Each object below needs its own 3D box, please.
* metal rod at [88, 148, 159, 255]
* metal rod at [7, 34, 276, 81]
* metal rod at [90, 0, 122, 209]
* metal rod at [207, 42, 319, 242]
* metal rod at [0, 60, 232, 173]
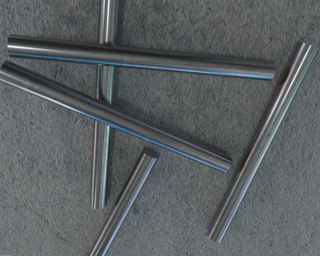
[{"bbox_3d":[-0.078,0.160,0.467,0.025,0.025,0.298,25,108,-9],"label":"metal rod"},{"bbox_3d":[-0.011,-0.080,0.359,0.302,0.025,0.025,3,110,-10],"label":"metal rod"},{"bbox_3d":[-0.072,-0.028,0.398,0.025,0.025,0.298,6,110,-3],"label":"metal rod"},{"bbox_3d":[0.131,0.032,0.422,0.025,0.025,0.298,18,109,-7],"label":"metal rod"},{"bbox_3d":[-0.040,-0.007,0.384,0.302,0.025,0.025,23,109,-18],"label":"metal rod"}]
